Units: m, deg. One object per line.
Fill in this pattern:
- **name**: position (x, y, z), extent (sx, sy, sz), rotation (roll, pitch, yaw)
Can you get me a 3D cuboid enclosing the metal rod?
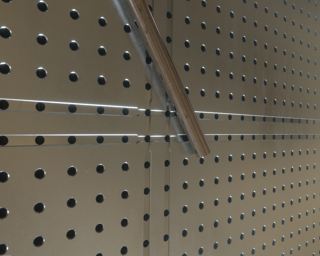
- **metal rod**: position (0.002, -0.089, 0.409), extent (0.025, 0.025, 0.299), rotation (-40, 114, -33)
